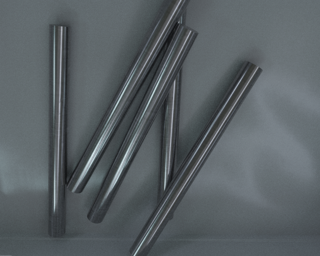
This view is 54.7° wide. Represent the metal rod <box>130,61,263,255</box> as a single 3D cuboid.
[{"bbox_3d":[0.042,0.050,0.410,0.025,0.025,0.299,28,100,-10],"label":"metal rod"}]

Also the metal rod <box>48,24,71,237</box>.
[{"bbox_3d":[-0.136,0.018,0.416,0.025,0.025,0.298,7,110,-3],"label":"metal rod"}]

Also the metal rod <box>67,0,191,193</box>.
[{"bbox_3d":[-0.047,-0.032,0.384,0.025,0.025,0.298,28,113,-10],"label":"metal rod"}]

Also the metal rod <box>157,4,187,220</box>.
[{"bbox_3d":[0.013,-0.010,0.407,0.025,0.025,0.298,2,110,-1],"label":"metal rod"}]

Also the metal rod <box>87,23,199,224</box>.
[{"bbox_3d":[-0.032,0.011,0.399,0.025,0.025,0.298,24,114,-9],"label":"metal rod"}]
